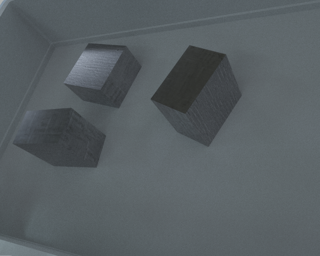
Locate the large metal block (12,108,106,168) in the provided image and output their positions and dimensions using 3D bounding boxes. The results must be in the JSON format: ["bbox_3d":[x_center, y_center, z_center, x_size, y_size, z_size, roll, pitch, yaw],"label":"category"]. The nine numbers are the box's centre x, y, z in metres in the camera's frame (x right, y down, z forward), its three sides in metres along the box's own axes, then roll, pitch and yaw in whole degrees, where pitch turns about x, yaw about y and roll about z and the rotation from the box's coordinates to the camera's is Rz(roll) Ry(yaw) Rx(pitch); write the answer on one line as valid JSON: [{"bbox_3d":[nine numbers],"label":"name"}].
[{"bbox_3d":[-0.136,0.016,0.430,0.080,0.080,0.050,-2,61,27],"label":"large metal block"}]

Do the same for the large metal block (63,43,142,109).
[{"bbox_3d":[-0.089,-0.083,0.486,0.080,0.050,0.080,14,69,33],"label":"large metal block"}]

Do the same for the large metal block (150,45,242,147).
[{"bbox_3d":[0.047,-0.037,0.368,0.050,0.080,0.080,26,76,36],"label":"large metal block"}]
